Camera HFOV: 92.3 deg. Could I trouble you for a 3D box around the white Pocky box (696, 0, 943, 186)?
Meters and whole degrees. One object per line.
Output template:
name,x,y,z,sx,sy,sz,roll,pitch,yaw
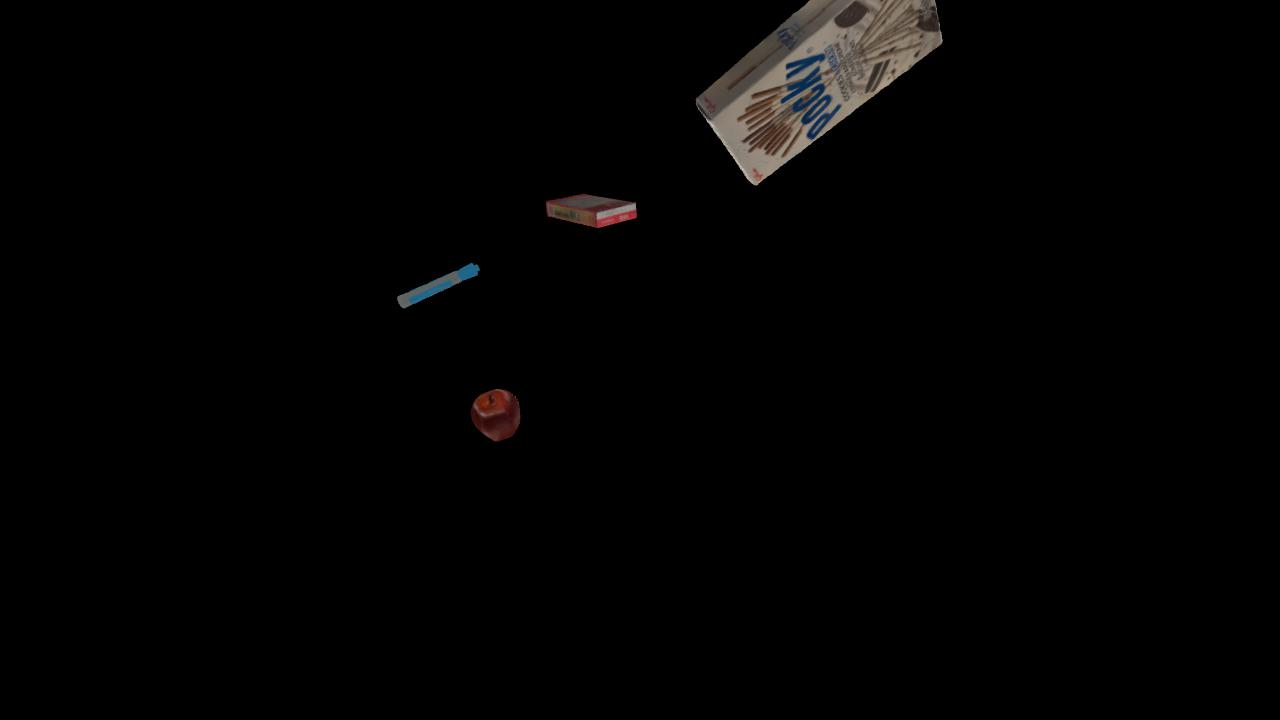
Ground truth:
white Pocky box,0.119,-0.192,0.406,0.154,0.028,0.084,-36,-33,17

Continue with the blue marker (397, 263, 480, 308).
blue marker,-0.279,-0.104,0.855,0.121,0.020,0.020,-23,-2,4

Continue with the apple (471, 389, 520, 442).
apple,-0.231,0.089,0.995,0.079,0.079,0.093,0,-43,5

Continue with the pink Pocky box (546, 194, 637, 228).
pink Pocky box,-0.084,-0.254,1.040,0.084,0.029,0.155,-22,31,-34
